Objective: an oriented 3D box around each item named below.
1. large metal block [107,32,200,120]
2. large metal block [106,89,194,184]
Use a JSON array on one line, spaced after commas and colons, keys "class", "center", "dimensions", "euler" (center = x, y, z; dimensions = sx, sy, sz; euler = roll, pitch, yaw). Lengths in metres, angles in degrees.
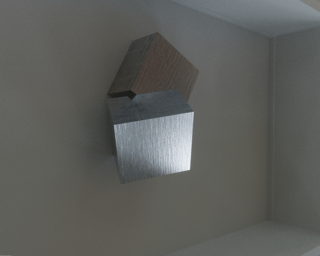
[{"class": "large metal block", "center": [-0.006, -0.057, 0.387], "dimensions": [0.080, 0.050, 0.080], "euler": [35, 69, -35]}, {"class": "large metal block", "center": [-0.011, 0.009, 0.343], "dimensions": [0.081, 0.050, 0.079], "euler": [-10, 127, -13]}]
